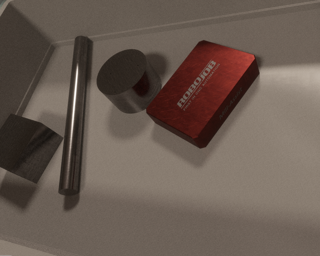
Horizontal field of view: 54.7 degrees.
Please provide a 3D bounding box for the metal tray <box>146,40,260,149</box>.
[{"bbox_3d":[0.055,-0.048,0.402,0.090,0.030,0.130,30,78,37],"label":"metal tray"}]

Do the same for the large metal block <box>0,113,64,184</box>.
[{"bbox_3d":[-0.212,0.030,0.480,0.080,0.050,0.080,14,69,33],"label":"large metal block"}]

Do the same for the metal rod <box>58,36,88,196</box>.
[{"bbox_3d":[-0.135,-0.038,0.497,0.025,0.025,0.299,-17,55,18],"label":"metal rod"}]

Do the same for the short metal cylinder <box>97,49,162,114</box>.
[{"bbox_3d":[-0.044,-0.068,0.453,0.080,0.050,0.080,-13,56,20],"label":"short metal cylinder"}]
